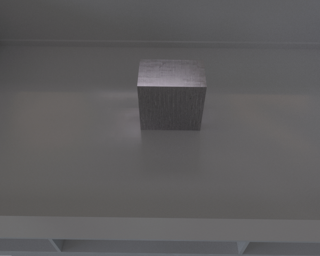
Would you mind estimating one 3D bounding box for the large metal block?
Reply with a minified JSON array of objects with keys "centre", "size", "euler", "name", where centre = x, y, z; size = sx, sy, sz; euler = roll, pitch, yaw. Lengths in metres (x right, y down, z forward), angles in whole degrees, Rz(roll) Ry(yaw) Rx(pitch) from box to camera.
[{"centre":[0.014,-0.042,0.405],"size":[0.080,0.080,0.050],"euler":[1,50,1],"name":"large metal block"}]
